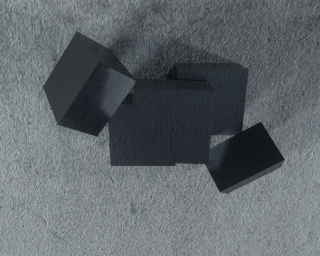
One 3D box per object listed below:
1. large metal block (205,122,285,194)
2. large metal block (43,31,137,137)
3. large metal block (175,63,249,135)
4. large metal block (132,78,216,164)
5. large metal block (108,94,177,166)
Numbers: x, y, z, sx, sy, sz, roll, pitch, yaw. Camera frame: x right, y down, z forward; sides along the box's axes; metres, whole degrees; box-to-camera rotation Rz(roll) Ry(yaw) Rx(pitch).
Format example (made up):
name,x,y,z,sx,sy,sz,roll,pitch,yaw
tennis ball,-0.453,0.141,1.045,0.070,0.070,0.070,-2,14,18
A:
name,x,y,z,sx,sy,sz,roll,pitch,yaw
large metal block,0.105,0.042,0.392,0.080,0.080,0.050,-29,70,10
large metal block,-0.084,-0.050,0.355,0.050,0.080,0.080,22,112,-43
large metal block,0.059,-0.037,0.385,0.081,0.050,0.079,0,110,-1
large metal block,0.012,-0.008,0.339,0.081,0.050,0.079,2,110,-1
large metal block,-0.021,0.002,0.396,0.081,0.050,0.079,0,110,-1
